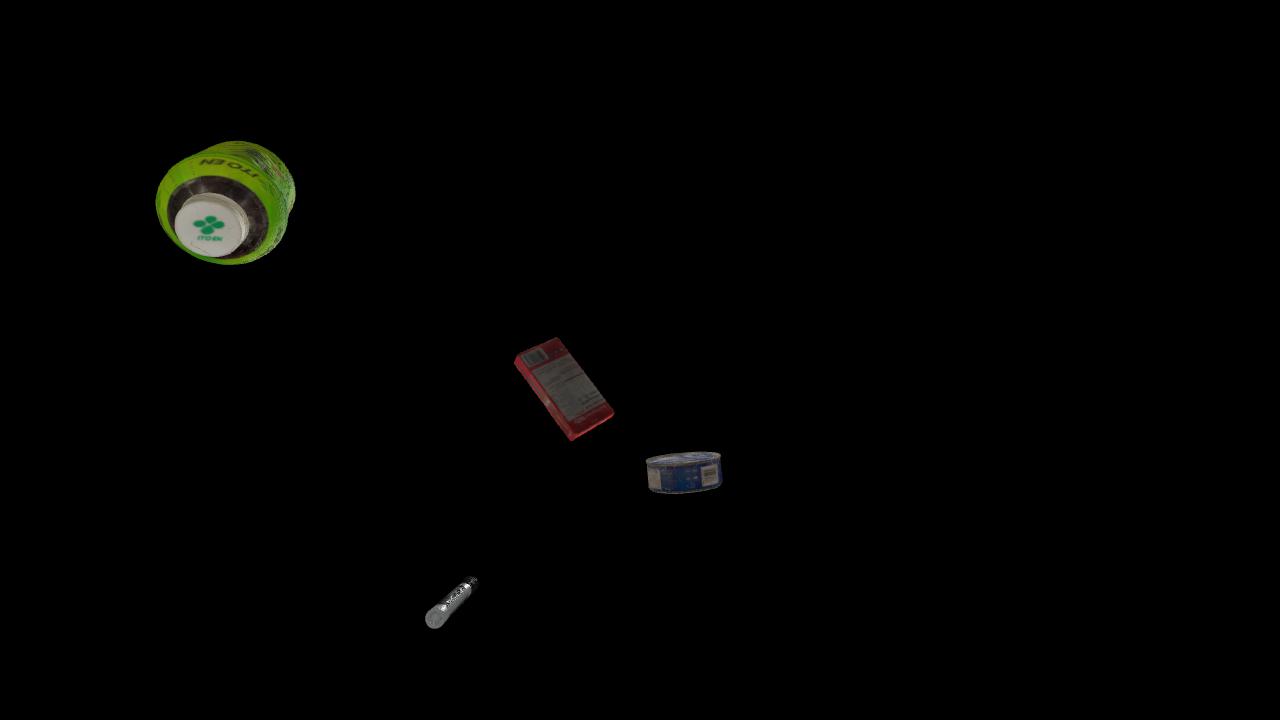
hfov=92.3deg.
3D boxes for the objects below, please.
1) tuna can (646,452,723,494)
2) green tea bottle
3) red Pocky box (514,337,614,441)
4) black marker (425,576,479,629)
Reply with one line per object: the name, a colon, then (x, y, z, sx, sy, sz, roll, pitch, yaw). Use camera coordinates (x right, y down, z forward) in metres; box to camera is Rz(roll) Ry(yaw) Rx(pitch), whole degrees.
tuna can: (0.050, 0.124, 0.684, 0.084, 0.034, 0.084, -6, -2, 0)
green tea bottle: (-0.277, -0.106, 0.416, 0.073, 0.073, 0.212, 0, 22, -26)
red Pocky box: (-0.116, 0.042, 0.936, 0.083, 0.155, 0.028, -27, -17, -40)
black marker: (-0.192, 0.248, 0.638, 0.020, 0.020, 0.121, 0, -5, 1)
